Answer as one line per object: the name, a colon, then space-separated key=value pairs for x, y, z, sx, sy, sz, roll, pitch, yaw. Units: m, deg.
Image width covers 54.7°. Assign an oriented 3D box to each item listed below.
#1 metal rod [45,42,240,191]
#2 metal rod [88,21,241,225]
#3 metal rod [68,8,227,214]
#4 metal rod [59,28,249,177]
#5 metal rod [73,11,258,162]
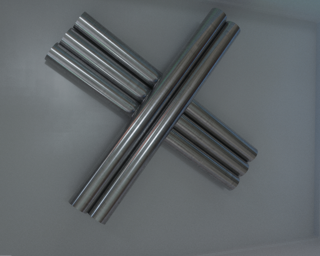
metal rod: x=-0.011 y=-0.005 z=0.405 sx=0.301 sy=0.025 sz=0.025 roll=36 pitch=79 yaw=-17
metal rod: x=0.012 y=-0.016 z=0.387 sx=0.025 sy=0.025 sz=0.300 roll=39 pitch=78 yaw=-16
metal rod: x=-0.007 y=-0.030 z=0.379 sx=0.025 sy=0.025 sz=0.300 roll=39 pitch=78 yaw=-16
metal rod: x=0.004 y=-0.024 z=0.410 sx=0.301 sy=0.025 sz=0.025 roll=36 pitch=79 yaw=-17
metal rod: x=0.019 y=-0.045 z=0.416 sx=0.301 sy=0.025 sz=0.025 roll=36 pitch=78 yaw=-17
